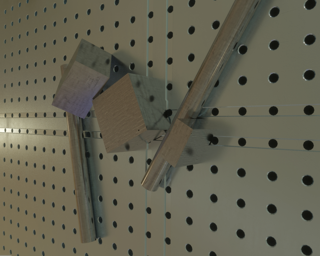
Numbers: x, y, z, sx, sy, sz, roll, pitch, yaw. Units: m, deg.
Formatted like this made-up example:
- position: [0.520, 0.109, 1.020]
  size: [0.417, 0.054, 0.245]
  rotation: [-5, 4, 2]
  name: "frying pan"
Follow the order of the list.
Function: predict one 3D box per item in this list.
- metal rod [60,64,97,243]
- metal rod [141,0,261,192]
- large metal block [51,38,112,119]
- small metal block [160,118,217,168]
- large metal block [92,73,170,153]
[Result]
- position: [-0.139, 0.038, 0.524]
  size: [0.025, 0.025, 0.298]
  rotation: [-15, 81, 39]
  name: "metal rod"
- position: [0.049, -0.047, 0.369]
  size: [0.025, 0.025, 0.298]
  rotation: [40, 114, 32]
  name: "metal rod"
- position: [-0.116, -0.075, 0.465]
  size: [0.080, 0.050, 0.080]
  rotation: [-52, 26, 27]
  name: "large metal block"
- position: [0.034, 0.017, 0.365]
  size: [0.025, 0.050, 0.050]
  rotation: [37, 113, 34]
  name: "small metal block"
- position: [-0.040, -0.018, 0.426]
  size: [0.080, 0.050, 0.080]
  rotation: [-30, 72, 36]
  name: "large metal block"
